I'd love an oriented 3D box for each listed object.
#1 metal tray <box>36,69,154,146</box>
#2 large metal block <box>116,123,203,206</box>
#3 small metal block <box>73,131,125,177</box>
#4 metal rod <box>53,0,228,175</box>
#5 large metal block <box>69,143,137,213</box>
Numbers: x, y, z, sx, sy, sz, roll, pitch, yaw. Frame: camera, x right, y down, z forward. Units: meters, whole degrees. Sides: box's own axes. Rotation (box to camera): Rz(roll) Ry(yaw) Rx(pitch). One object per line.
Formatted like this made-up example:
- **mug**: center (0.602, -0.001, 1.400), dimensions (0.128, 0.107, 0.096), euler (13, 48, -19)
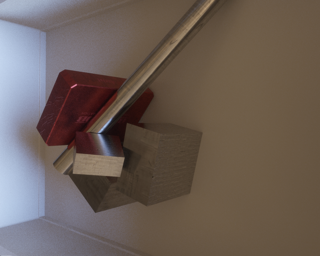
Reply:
- **metal tray**: center (-0.079, -0.022, 0.399), dimensions (0.030, 0.131, 0.089), euler (48, 120, 30)
- **large metal block**: center (0.000, 0.039, 0.368), dimensions (0.050, 0.081, 0.079), euler (17, 101, 38)
- **small metal block**: center (-0.070, 0.029, 0.348), dimensions (0.050, 0.050, 0.025), euler (-119, 40, -60)
- **metal rod**: center (-0.022, -0.057, 0.363), dimensions (0.299, 0.025, 0.025), euler (-47, 61, 10)
- **large metal block**: center (-0.068, 0.061, 0.425), dimensions (0.080, 0.081, 0.050), euler (44, 116, 31)
